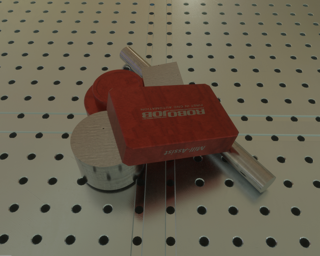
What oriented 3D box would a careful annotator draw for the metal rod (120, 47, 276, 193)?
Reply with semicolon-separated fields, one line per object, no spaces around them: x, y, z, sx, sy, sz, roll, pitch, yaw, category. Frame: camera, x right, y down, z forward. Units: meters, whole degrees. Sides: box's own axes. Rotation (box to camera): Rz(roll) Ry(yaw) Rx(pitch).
0.034;-0.029;0.427;0.025;0.025;0.300;-29;56;-22;metal rod

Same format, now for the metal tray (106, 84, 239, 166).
0.013;-0.009;0.357;0.131;0.030;0.090;-6;49;-22;metal tray

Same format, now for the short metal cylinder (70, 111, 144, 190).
-0.059;0.025;0.364;0.081;0.050;0.080;0;50;0;short metal cylinder

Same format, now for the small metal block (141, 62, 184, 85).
0.004;-0.061;0.423;0.050;0.025;0.050;-11;53;-3;small metal block

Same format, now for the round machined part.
-0.055;-0.044;0.426;0.099;0.042;0.098;-1;50;1;round machined part
